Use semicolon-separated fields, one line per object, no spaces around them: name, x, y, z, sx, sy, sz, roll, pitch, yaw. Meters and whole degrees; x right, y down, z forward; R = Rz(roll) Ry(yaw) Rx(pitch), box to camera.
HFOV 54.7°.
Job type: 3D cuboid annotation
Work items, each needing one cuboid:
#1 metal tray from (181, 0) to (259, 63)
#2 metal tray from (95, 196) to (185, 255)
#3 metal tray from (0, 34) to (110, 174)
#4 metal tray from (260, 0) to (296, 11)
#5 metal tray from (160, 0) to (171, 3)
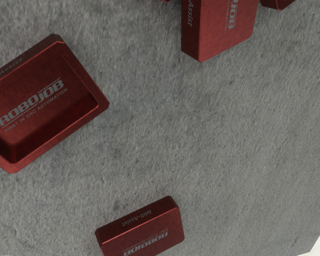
metal tray;0.066;-0.144;0.324;0.091;0.030;0.129;-31;142;-24
metal tray;-0.028;0.173;0.497;0.131;0.030;0.089;-22;127;-16
metal tray;-0.130;-0.022;0.318;0.130;0.030;0.090;-36;130;-5
metal tray;0.146;-0.215;0.351;0.090;0.030;0.130;-37;130;-5
metal tray;0.016;-0.200;0.290;0.090;0.030;0.129;-29;129;-10
